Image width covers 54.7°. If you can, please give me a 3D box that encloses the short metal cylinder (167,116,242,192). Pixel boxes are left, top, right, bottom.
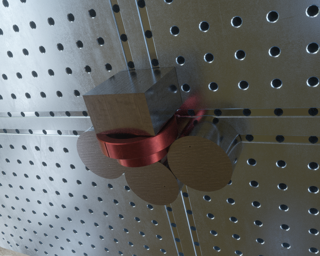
[{"bbox_3d":[0.056,0.032,0.386,0.080,0.050,0.079,13,124,21],"label":"short metal cylinder"}]

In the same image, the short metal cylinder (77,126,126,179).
[{"bbox_3d":[-0.072,0.027,0.450,0.080,0.050,0.079,13,124,21],"label":"short metal cylinder"}]

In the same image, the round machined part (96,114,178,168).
[{"bbox_3d":[-0.026,0.013,0.383,0.098,0.098,0.042,2,119,27],"label":"round machined part"}]

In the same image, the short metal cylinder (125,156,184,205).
[{"bbox_3d":[-0.002,0.061,0.434,0.080,0.050,0.079,13,124,21],"label":"short metal cylinder"}]

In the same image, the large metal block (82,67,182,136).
[{"bbox_3d":[-0.029,-0.033,0.370,0.080,0.080,0.050,1,119,28],"label":"large metal block"}]
